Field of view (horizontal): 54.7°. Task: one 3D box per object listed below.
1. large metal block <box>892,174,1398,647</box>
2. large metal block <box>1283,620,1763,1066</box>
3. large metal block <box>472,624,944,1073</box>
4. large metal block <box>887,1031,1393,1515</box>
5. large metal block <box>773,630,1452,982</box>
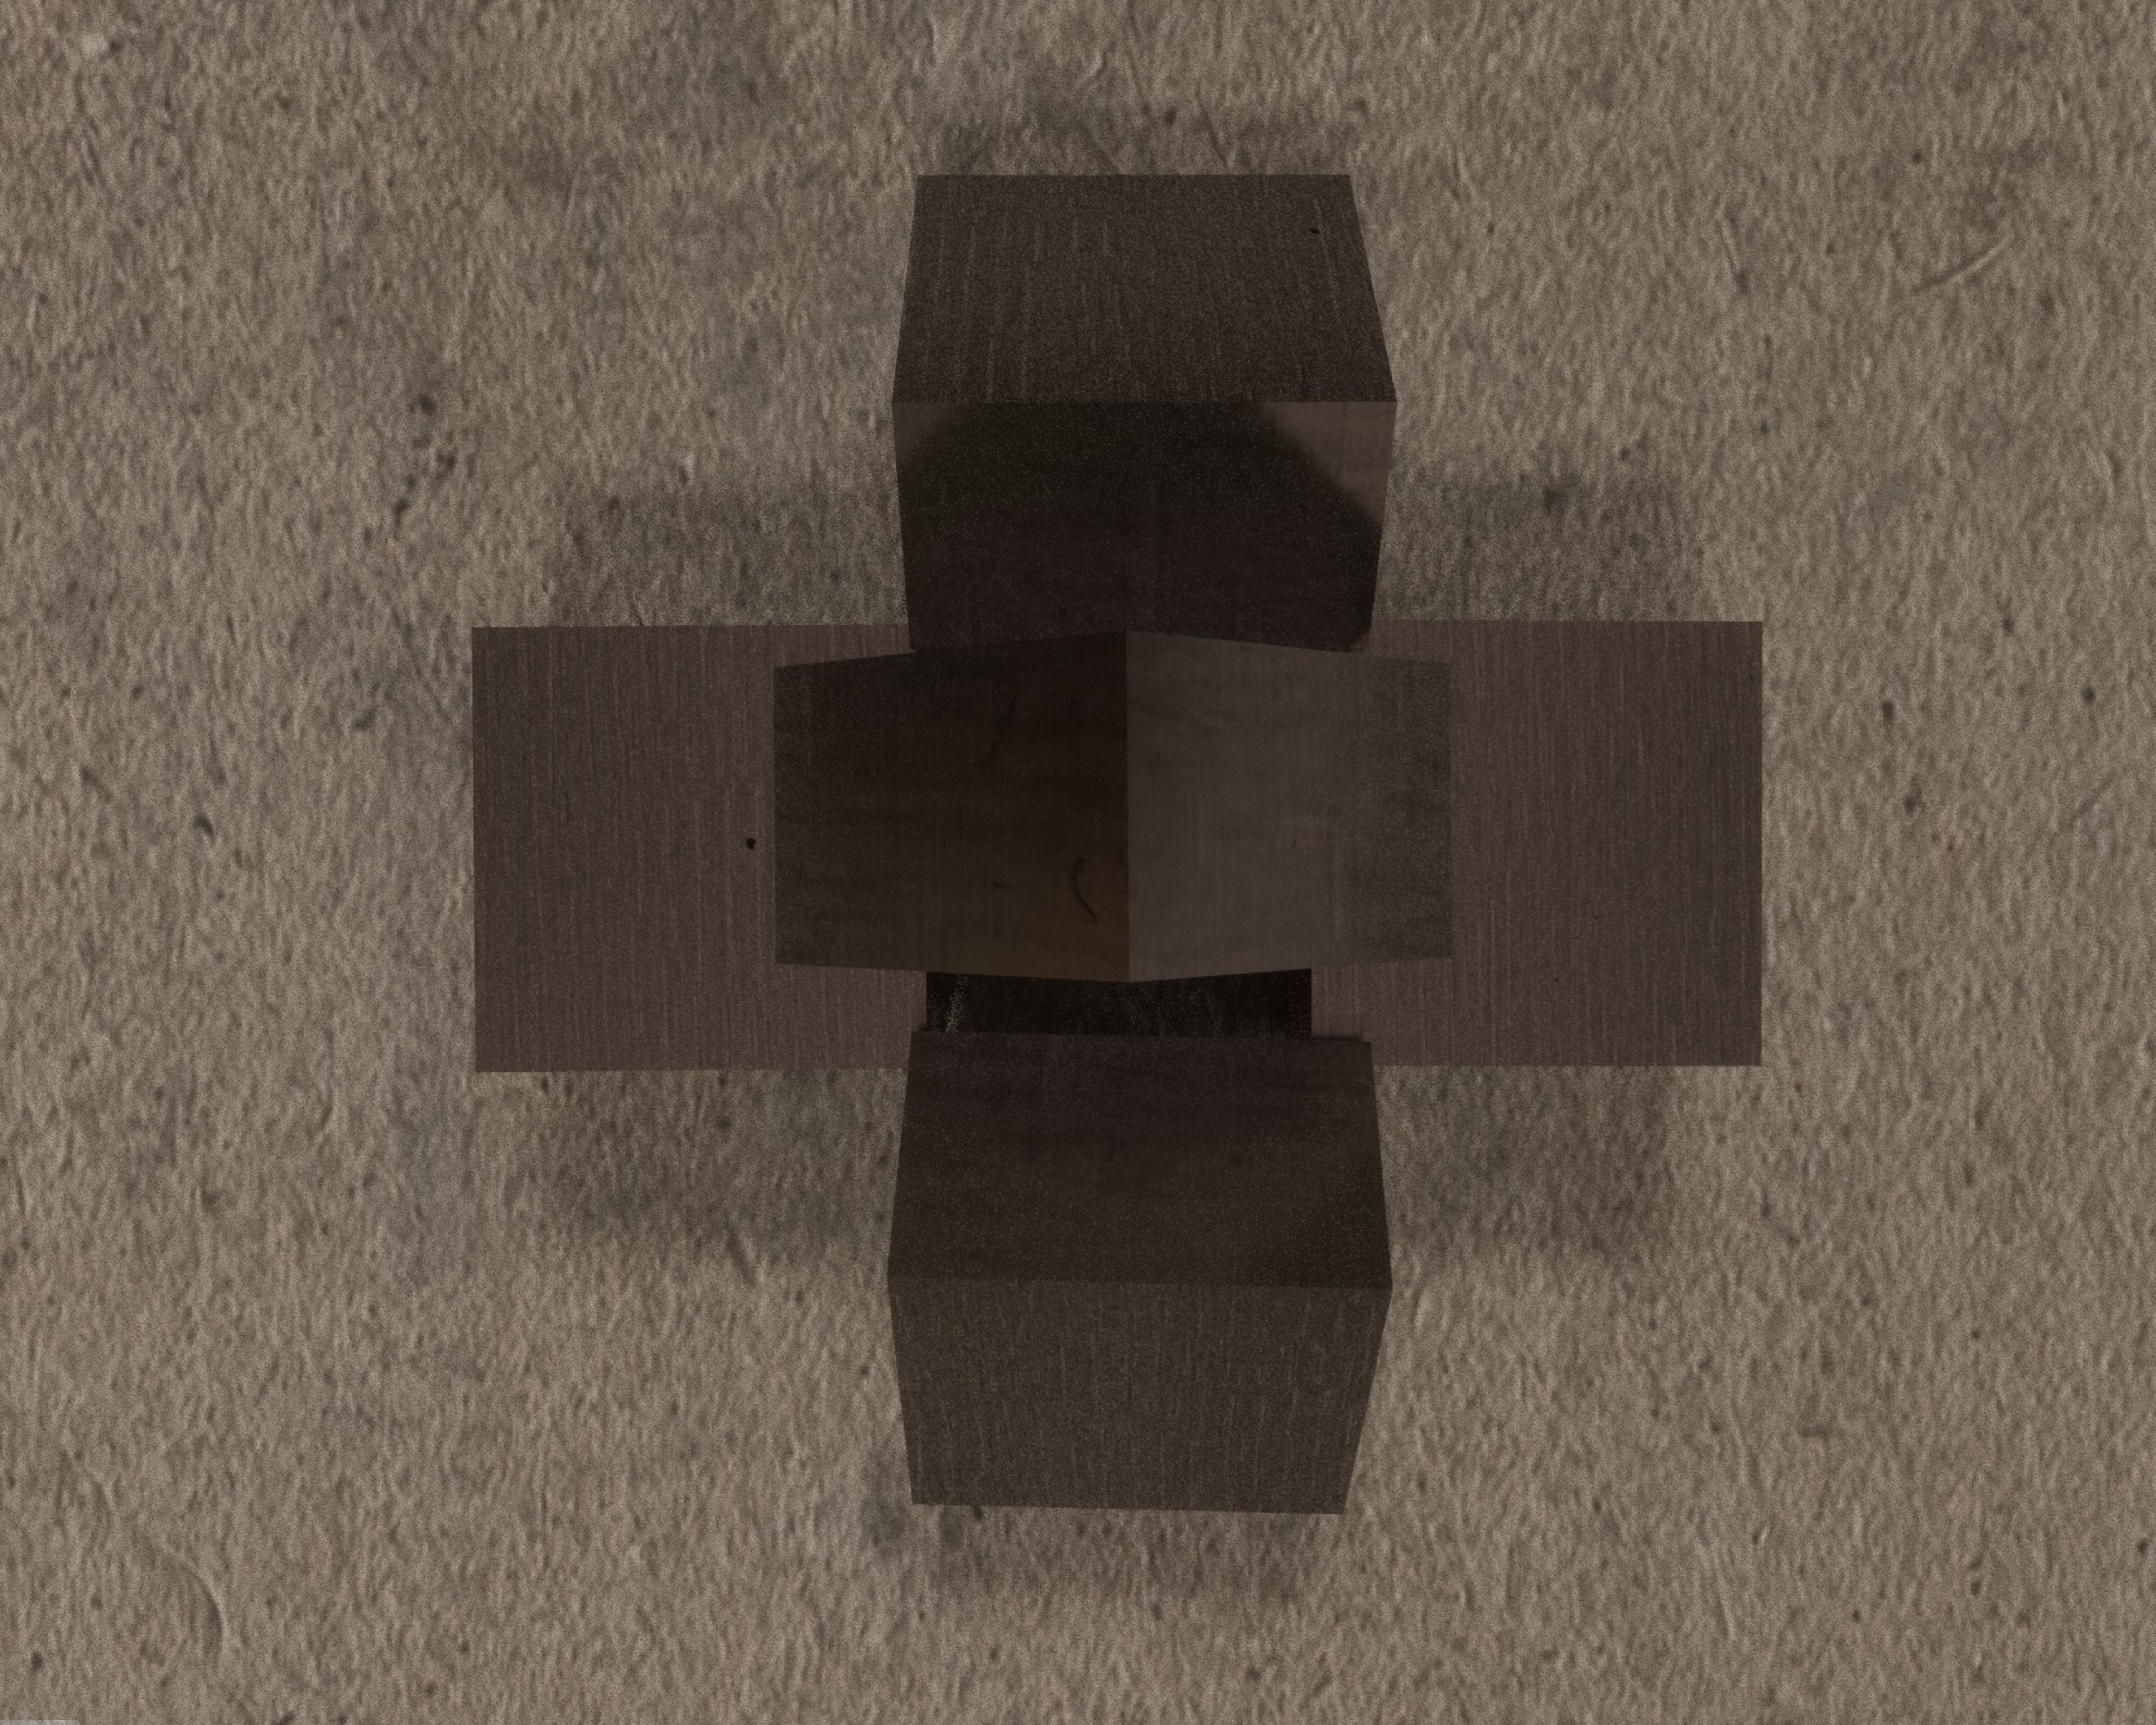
[{"bbox_3d":[0.011,-0.083,0.378,0.081,0.080,0.050,0,134,0],"label":"large metal block"},{"bbox_3d":[0.082,-0.004,0.397,0.081,0.050,0.079,0,90,-1],"label":"large metal block"},{"bbox_3d":[-0.068,-0.003,0.398,0.081,0.050,0.079,0,90,-1],"label":"large metal block"},{"bbox_3d":[0.010,0.076,0.378,0.081,0.080,0.050,1,47,0],"label":"large metal block"},{"bbox_3d":[0.006,-0.008,0.351,0.080,0.081,0.050,0,90,44],"label":"large metal block"}]
